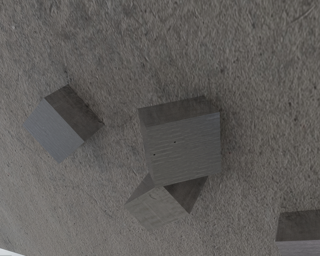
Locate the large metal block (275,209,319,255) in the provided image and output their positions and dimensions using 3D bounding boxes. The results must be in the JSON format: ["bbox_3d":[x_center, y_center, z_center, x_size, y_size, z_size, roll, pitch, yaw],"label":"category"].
[{"bbox_3d":[0.198,0.147,0.377,0.080,0.050,0.080,-18,109,35],"label":"large metal block"}]

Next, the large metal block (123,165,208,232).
[{"bbox_3d":[0.010,0.083,0.417,0.050,0.080,0.080,48,129,-6],"label":"large metal block"}]

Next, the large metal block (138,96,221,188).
[{"bbox_3d":[0.023,0.015,0.363,0.081,0.050,0.079,-12,119,-9],"label":"large metal block"}]

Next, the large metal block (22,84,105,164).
[{"bbox_3d":[-0.145,-0.005,0.464,0.080,0.050,0.080,49,129,-7],"label":"large metal block"}]
